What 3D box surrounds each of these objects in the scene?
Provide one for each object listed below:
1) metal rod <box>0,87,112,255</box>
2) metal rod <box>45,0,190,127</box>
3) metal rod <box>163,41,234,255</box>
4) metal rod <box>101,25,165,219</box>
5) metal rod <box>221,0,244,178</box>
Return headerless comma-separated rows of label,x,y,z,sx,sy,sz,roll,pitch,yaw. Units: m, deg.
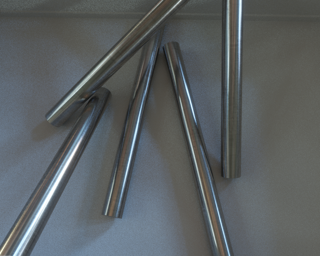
metal rod,-0.106,0.051,0.317,0.025,0.025,0.300,12,42,4
metal rod,-0.033,-0.106,0.377,0.299,0.025,0.025,-41,74,14
metal rod,0.045,0.019,0.403,0.025,0.025,0.299,-10,70,-4
metal rod,-0.030,-0.032,0.420,0.025,0.025,0.299,10,70,3
metal rod,0.088,-0.088,0.376,0.025,0.025,0.298,-1,96,-1
